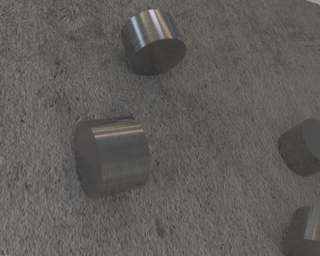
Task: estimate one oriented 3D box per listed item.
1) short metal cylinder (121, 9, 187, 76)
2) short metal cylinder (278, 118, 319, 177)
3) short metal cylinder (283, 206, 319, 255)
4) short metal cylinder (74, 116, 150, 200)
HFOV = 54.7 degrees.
[{"bbox_3d":[-0.009,-0.118,0.435,0.081,0.080,0.050,-7,65,-31],"label":"short metal cylinder"},{"bbox_3d":[0.239,0.032,0.497,0.081,0.050,0.080,14,56,-21],"label":"short metal cylinder"},{"bbox_3d":[0.203,0.144,0.389,0.080,0.080,0.050,39,51,-2],"label":"short metal cylinder"},{"bbox_3d":[-0.052,0.029,0.323,0.050,0.080,0.080,-8,66,-32],"label":"short metal cylinder"}]
